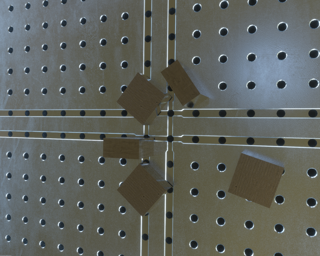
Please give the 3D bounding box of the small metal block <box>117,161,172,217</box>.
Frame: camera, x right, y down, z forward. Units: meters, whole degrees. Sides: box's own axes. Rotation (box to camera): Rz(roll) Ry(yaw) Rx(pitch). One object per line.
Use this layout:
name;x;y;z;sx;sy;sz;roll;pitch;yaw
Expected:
small metal block;-0.021;0.082;0.420;0.050;0.025;0.050;43;103;15

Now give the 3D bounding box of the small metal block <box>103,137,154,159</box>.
small metal block;-0.041;0.026;0.414;0.050;0.050;0.025;1;91;20

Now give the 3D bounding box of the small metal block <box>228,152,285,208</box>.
small metal block;0.115;0.061;0.372;0.050;0.025;0.050;19;96;19

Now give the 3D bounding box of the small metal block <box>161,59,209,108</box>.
small metal block;0.032;-0.053;0.388;0.025;0.050;0.050;-35;79;17

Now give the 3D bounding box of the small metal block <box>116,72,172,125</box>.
small metal block;-0.022;-0.039;0.421;0.050;0.025;0.050;41;103;15
